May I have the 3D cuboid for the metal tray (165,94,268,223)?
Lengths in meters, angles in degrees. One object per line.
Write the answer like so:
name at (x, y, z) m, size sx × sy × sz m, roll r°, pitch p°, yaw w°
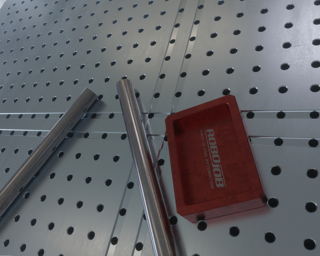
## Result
metal tray at (0.059, 0.032, 0.354) m, size 0.090 × 0.030 × 0.130 m, roll -18°, pitch 54°, yaw 17°

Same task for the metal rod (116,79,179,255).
metal rod at (-0.019, 0.048, 0.388) m, size 0.025 × 0.025 × 0.299 m, roll -26°, pitch 52°, yaw 12°

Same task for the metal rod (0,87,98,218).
metal rod at (-0.199, 0.061, 0.475) m, size 0.025 × 0.025 × 0.300 m, roll 29°, pitch 77°, yaw 37°
